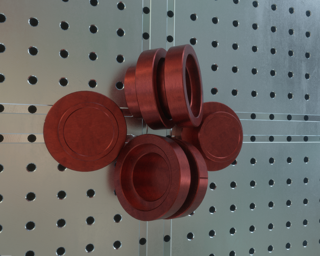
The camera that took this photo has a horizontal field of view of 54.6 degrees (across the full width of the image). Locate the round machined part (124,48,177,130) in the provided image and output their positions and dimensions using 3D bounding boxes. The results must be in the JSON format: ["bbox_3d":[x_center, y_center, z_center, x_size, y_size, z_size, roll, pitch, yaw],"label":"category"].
[{"bbox_3d":[-0.011,-0.046,0.382,0.042,0.098,0.097,-5,92,20],"label":"round machined part"}]

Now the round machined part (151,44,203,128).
[{"bbox_3d":[0.021,-0.048,0.374,0.042,0.098,0.097,-5,92,20],"label":"round machined part"}]

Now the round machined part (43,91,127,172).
[{"bbox_3d":[-0.087,0.004,0.371,0.099,0.042,0.097,0,90,-20],"label":"round machined part"}]

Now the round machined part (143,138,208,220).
[{"bbox_3d":[0.018,0.063,0.390,0.042,0.098,0.098,14,85,-51],"label":"round machined part"}]

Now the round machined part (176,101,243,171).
[{"bbox_3d":[0.075,0.012,0.431,0.099,0.042,0.097,0,90,-20],"label":"round machined part"}]

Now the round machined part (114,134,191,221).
[{"bbox_3d":[-0.005,0.058,0.367,0.042,0.098,0.098,13,85,-52],"label":"round machined part"}]
